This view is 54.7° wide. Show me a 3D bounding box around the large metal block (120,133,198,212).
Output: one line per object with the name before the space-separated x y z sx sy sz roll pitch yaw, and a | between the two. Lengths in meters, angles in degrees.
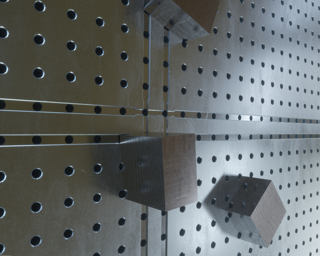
large metal block | -0.003 0.047 0.373 0.050 0.080 0.079 -5 94 -40

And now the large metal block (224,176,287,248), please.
large metal block | 0.168 0.144 0.537 0.080 0.050 0.080 -47 118 -30

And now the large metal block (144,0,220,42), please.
large metal block | 0.035 -0.179 0.424 0.080 0.050 0.080 28 73 -37
